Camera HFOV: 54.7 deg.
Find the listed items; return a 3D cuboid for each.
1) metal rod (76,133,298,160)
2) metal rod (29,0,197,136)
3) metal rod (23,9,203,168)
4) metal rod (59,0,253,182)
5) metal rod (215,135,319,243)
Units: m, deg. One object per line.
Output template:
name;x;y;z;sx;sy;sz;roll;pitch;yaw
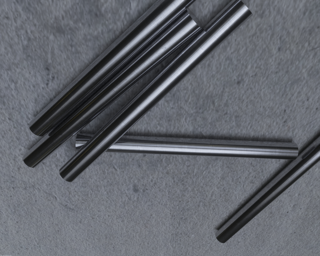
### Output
metal rod;0.039;0.026;0.429;0.302;0.025;0.025;3;130;-3
metal rod;-0.049;-0.078;0.340;0.299;0.025;0.025;-35;122;26
metal rod;-0.074;-0.032;0.378;0.299;0.025;0.025;-35;122;26
metal rod;-0.021;-0.029;0.361;0.025;0.025;0.299;37;115;-27
metal rod;0.179;0.102;0.497;0.025;0.025;0.298;20;127;-16
